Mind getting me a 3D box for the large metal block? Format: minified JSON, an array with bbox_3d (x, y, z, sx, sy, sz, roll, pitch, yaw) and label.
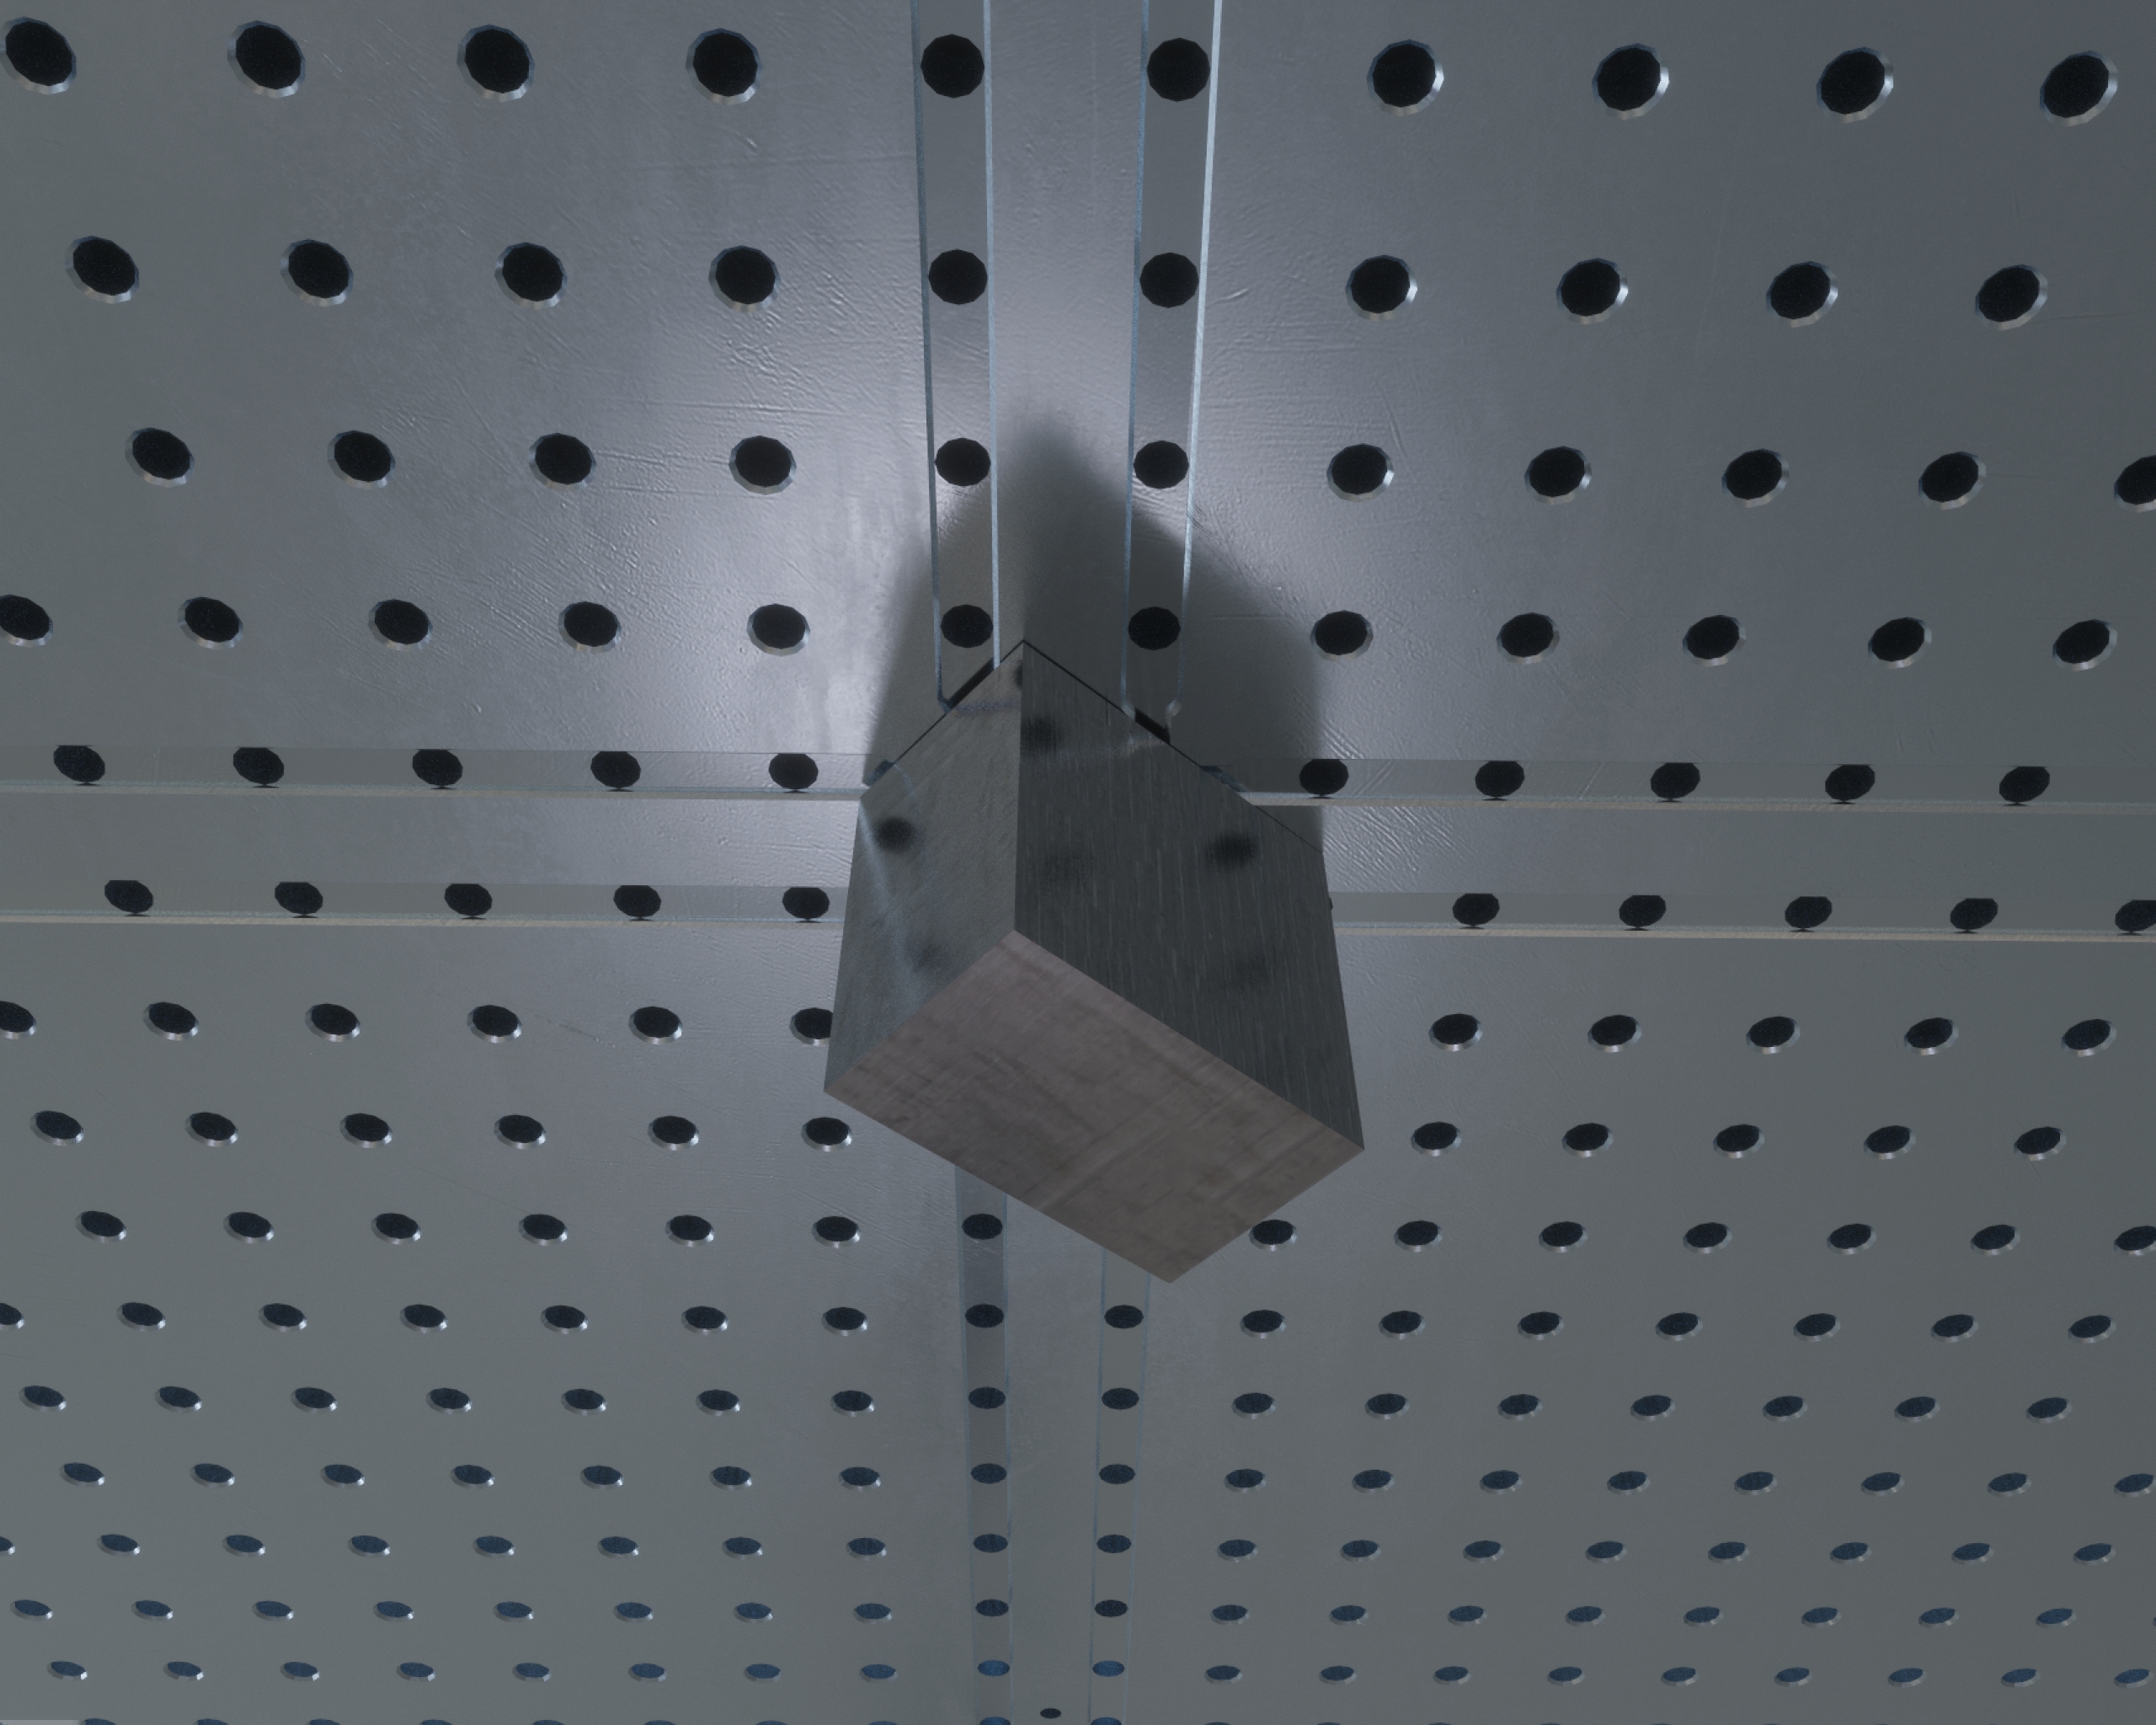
[{"bbox_3d":[0.003,0.019,0.391,0.080,0.080,0.050,34,123,-26],"label":"large metal block"}]
